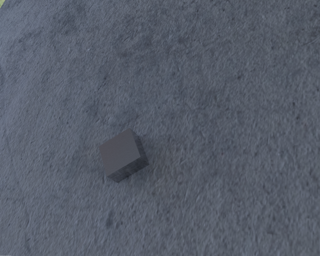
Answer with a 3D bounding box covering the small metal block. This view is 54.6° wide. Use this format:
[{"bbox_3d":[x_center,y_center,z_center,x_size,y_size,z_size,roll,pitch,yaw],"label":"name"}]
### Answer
[{"bbox_3d":[-0.048,0.036,0.408,0.050,0.025,0.050,-31,52,8],"label":"small metal block"}]
